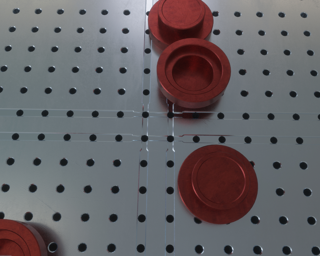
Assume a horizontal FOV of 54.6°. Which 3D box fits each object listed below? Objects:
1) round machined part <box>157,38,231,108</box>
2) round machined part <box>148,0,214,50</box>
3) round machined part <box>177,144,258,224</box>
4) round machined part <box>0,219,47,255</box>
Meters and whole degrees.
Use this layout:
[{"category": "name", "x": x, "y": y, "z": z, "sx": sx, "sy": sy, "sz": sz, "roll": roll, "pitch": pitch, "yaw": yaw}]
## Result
[{"category": "round machined part", "x": 0.045, "y": -0.072, "z": 0.429, "sx": 0.099, "sy": 0.042, "sz": 0.098, "roll": 0, "pitch": 70, "yaw": 0}, {"category": "round machined part", "x": 0.031, "y": -0.163, "z": 0.462, "sx": 0.099, "sy": 0.042, "sz": 0.098, "roll": 0, "pitch": 70, "yaw": 0}, {"category": "round machined part", "x": 0.071, "y": 0.067, "z": 0.379, "sx": 0.099, "sy": 0.042, "sz": 0.098, "roll": 0, "pitch": 70, "yaw": 0}, {"category": "round machined part", "x": -0.175, "y": 0.154, "z": 0.346, "sx": 0.099, "sy": 0.042, "sz": 0.098, "roll": 0, "pitch": 70, "yaw": 0}]
